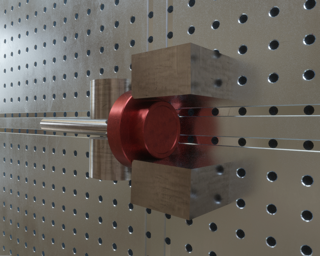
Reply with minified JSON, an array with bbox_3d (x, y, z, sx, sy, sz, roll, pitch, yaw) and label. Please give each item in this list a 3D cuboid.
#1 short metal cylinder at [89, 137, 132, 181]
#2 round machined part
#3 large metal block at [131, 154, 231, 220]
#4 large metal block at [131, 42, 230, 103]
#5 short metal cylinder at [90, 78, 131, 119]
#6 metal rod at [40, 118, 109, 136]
[{"bbox_3d":[-0.054,0.038,0.418,0.080,0.081,0.050,2,92,40],"label":"short metal cylinder"},{"bbox_3d":[-0.012,0.002,0.371,0.042,0.099,0.097,1,91,40],"label":"round machined part"},{"bbox_3d":[0.024,0.062,0.354,0.080,0.081,0.050,4,93,40],"label":"large metal block"},{"bbox_3d":[0.025,-0.058,0.354,0.080,0.081,0.050,0,90,40],"label":"large metal block"},{"bbox_3d":[-0.053,-0.037,0.418,0.080,0.081,0.050,1,91,40],"label":"short metal cylinder"},{"bbox_3d":[-0.107,-0.001,0.483,0.300,0.025,0.025,3,92,44],"label":"metal rod"}]
